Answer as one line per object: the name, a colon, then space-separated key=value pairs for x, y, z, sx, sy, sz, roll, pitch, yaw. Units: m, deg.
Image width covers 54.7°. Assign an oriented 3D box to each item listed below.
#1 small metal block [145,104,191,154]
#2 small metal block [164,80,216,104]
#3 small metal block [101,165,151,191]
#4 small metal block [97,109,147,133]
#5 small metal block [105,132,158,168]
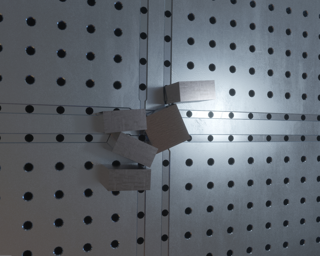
small metal block: x=0.006 y=0.000 z=0.410 sx=0.050 sy=0.025 sz=0.050 roll=-24 pitch=99 yaw=-6
small metal block: x=0.039 y=-0.047 z=0.415 sx=0.050 sy=0.050 sz=0.025 roll=-6 pitch=92 yaw=-21
small metal block: x=-0.043 y=0.060 z=0.384 sx=0.050 sy=0.050 sz=0.025 roll=3 pitch=89 yaw=-20
small metal block: x=-0.049 y=-0.009 z=0.382 sx=0.050 sy=0.050 sz=0.025 roll=-5 pitch=92 yaw=-20
small metal block: x=-0.037 y=0.026 z=0.387 sx=0.050 sy=0.050 sz=0.025 roll=26 pitch=82 yaw=-19
